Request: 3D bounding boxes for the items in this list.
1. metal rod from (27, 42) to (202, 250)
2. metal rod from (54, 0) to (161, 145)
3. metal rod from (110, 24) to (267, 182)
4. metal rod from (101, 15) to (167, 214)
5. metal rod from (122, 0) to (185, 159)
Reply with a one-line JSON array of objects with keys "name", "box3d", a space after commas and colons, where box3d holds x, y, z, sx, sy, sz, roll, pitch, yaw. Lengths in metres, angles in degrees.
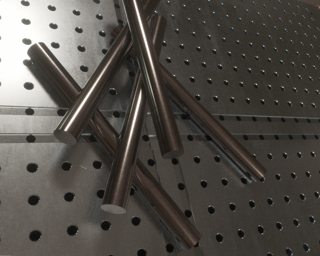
[{"name": "metal rod", "box3d": [-0.058, 0.016, 0.368, 0.025, 0.025, 0.300, -35, 82, -39]}, {"name": "metal rod", "box3d": [-0.054, -0.101, 0.408, 0.025, 0.025, 0.300, 29, 52, -10]}, {"name": "metal rod", "box3d": [0.040, -0.038, 0.454, 0.300, 0.025, 0.025, 46, 51, 3]}, {"name": "metal rod", "box3d": [-0.024, -0.041, 0.388, 0.025, 0.025, 0.300, 22, 53, -16]}, {"name": "metal rod", "box3d": [-0.020, -0.103, 0.394, 0.025, 0.025, 0.299, 0, 62, -29]}]
